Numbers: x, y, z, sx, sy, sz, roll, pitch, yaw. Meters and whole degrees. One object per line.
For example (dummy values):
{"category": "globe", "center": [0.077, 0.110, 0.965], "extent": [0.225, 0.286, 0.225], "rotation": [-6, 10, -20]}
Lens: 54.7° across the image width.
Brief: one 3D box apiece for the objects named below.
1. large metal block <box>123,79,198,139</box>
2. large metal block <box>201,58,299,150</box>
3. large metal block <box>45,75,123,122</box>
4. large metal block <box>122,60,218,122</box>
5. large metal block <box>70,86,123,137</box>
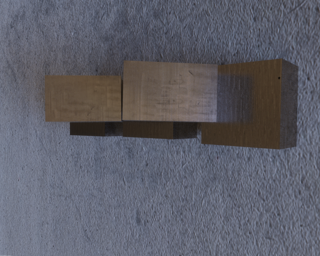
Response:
{"category": "large metal block", "center": [0.000, -0.028, 0.389], "extent": [0.080, 0.050, 0.079], "rotation": [1, 91, 39]}
{"category": "large metal block", "center": [0.091, -0.022, 0.315], "extent": [0.080, 0.050, 0.079], "rotation": [2, 91, 39]}
{"category": "large metal block", "center": [-0.086, -0.032, 0.374], "extent": [0.081, 0.080, 0.050], "rotation": [-1, 90, -6]}
{"category": "large metal block", "center": [0.005, -0.031, 0.302], "extent": [0.080, 0.081, 0.050], "rotation": [-172, 84, -84]}
{"category": "large metal block", "center": [-0.089, -0.029, 0.461], "extent": [0.080, 0.050, 0.079], "rotation": [1, 90, 39]}
